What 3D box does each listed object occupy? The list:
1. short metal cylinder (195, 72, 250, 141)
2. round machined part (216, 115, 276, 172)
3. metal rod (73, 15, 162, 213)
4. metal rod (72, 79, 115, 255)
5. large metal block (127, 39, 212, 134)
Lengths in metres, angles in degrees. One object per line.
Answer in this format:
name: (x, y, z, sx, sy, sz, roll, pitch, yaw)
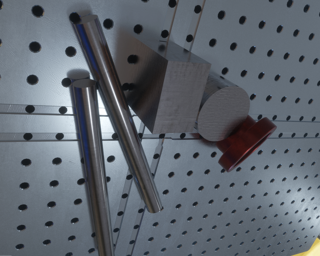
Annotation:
short metal cylinder: (0.073, -0.029, 0.419, 0.081, 0.050, 0.079, -14, 124, -21)
round machined part: (0.122, 0.018, 0.462, 0.098, 0.042, 0.098, -37, 161, -15)
metal rod: (-0.041, 0.008, 0.394, 0.025, 0.025, 0.298, -26, 128, -13)
metal rod: (-0.083, 0.078, 0.414, 0.025, 0.025, 0.298, -14, 124, -21)
large metal block: (0.005, -0.048, 0.350, 0.050, 0.080, 0.079, -2, 120, -28)
